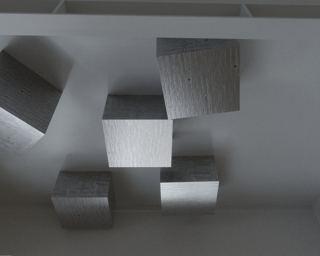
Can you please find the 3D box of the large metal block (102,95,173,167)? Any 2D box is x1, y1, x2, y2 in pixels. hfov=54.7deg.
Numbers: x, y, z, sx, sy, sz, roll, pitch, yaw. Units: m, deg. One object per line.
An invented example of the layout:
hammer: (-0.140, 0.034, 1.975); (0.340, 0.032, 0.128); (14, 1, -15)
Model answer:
large metal block: (-0.026, 0.005, 0.396); (0.081, 0.050, 0.079); (0, 130, -1)

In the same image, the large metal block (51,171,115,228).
large metal block: (-0.116, 0.114, 0.488); (0.081, 0.050, 0.079); (0, 130, -1)

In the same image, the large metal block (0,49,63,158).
large metal block: (-0.167, -0.028, 0.347); (0.050, 0.080, 0.080); (-36, 122, 26)

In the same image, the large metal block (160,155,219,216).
large metal block: (0.042, 0.088, 0.468); (0.081, 0.050, 0.079); (-2, 130, 1)

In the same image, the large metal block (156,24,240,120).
large metal block: (0.042, -0.060, 0.342); (0.080, 0.050, 0.080); (-7, 130, 5)
